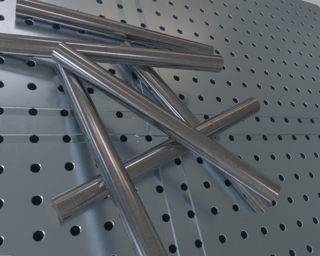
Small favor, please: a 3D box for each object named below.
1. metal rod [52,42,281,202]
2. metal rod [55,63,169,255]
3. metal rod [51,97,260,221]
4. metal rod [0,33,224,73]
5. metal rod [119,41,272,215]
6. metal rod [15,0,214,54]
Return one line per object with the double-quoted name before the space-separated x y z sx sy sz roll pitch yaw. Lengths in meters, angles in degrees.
"metal rod" 0.006 -0.008 0.361 0.301 0.025 0.025 33 51 1
"metal rod" -0.052 0.035 0.319 0.025 0.025 0.299 -10 55 -33
"metal rod" 0.017 0.024 0.379 0.302 0.025 0.025 -26 76 -29
"metal rod" -0.056 -0.097 0.410 0.302 0.025 0.025 1 61 -19
"metal rod" 0.043 -0.004 0.433 0.300 0.025 0.025 49 51 6
"metal rod" -0.051 -0.144 0.467 0.302 0.025 0.025 7 59 -25
